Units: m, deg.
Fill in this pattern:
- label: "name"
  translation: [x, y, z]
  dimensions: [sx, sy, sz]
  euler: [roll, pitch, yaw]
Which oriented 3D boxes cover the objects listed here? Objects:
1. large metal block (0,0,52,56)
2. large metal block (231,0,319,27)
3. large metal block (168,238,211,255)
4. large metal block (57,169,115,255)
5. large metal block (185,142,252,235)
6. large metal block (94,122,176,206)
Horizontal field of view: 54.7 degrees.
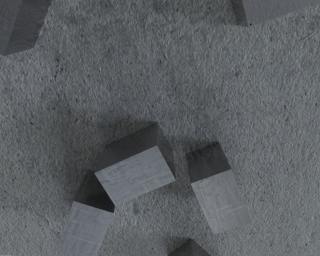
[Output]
- label: "large metal block"
  translation: [-0.160, -0.130, 0.331]
  dimensions: [0.050, 0.080, 0.080]
  euler: [26, 108, -9]
- label: "large metal block"
  translation: [0.119, -0.164, 0.337]
  dimensions: [0.080, 0.050, 0.080]
  euler: [-19, 109, 6]
- label: "large metal block"
  translation: [0.058, 0.230, 0.466]
  dimensions: [0.050, 0.080, 0.080]
  euler: [-42, 105, 14]
- label: "large metal block"
  translation: [-0.094, 0.116, 0.422]
  dimensions: [0.050, 0.080, 0.079]
  euler: [20, 109, -7]
- label: "large metal block"
  translation: [0.075, 0.077, 0.409]
  dimensions: [0.050, 0.080, 0.080]
  euler: [-22, 109, 8]
- label: "large metal block"
  translation: [-0.029, 0.043, 0.396]
  dimensions: [0.080, 0.080, 0.050]
  euler: [-24, 108, 8]
